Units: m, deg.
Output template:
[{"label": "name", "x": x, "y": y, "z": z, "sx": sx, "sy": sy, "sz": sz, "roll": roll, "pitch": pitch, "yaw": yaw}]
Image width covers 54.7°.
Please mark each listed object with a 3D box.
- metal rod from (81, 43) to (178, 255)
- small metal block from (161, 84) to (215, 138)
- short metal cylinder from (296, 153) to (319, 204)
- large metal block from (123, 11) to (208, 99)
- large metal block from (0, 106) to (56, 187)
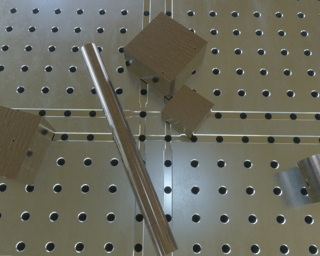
[{"label": "metal rod", "x": -0.047, "y": 0.015, "z": 0.405, "sx": 0.025, "sy": 0.025, "sz": 0.299, "roll": -21, "pitch": 72, "yaw": -8}, {"label": "small metal block", "x": 0.037, "y": -0.023, "z": 0.421, "sx": 0.050, "sy": 0.025, "sz": 0.050, "roll": 36, "pitch": 74, "yaw": 12}, {"label": "short metal cylinder", "x": 0.211, "y": 0.054, "z": 0.365, "sx": 0.081, "sy": 0.080, "sz": 0.050, "roll": -12, "pitch": 71, "yaw": -5}, {"label": "large metal block", "x": 0.008, "y": -0.102, "z": 0.436, "sx": 0.080, "sy": 0.050, "sz": 0.080, "roll": 38, "pitch": 74, "yaw": 12}, {"label": "large metal block", "x": -0.192, "y": 0.021, "z": 0.388, "sx": 0.080, "sy": 0.050, "sz": 0.080, "roll": 14, "pitch": 71, "yaw": 4}]
